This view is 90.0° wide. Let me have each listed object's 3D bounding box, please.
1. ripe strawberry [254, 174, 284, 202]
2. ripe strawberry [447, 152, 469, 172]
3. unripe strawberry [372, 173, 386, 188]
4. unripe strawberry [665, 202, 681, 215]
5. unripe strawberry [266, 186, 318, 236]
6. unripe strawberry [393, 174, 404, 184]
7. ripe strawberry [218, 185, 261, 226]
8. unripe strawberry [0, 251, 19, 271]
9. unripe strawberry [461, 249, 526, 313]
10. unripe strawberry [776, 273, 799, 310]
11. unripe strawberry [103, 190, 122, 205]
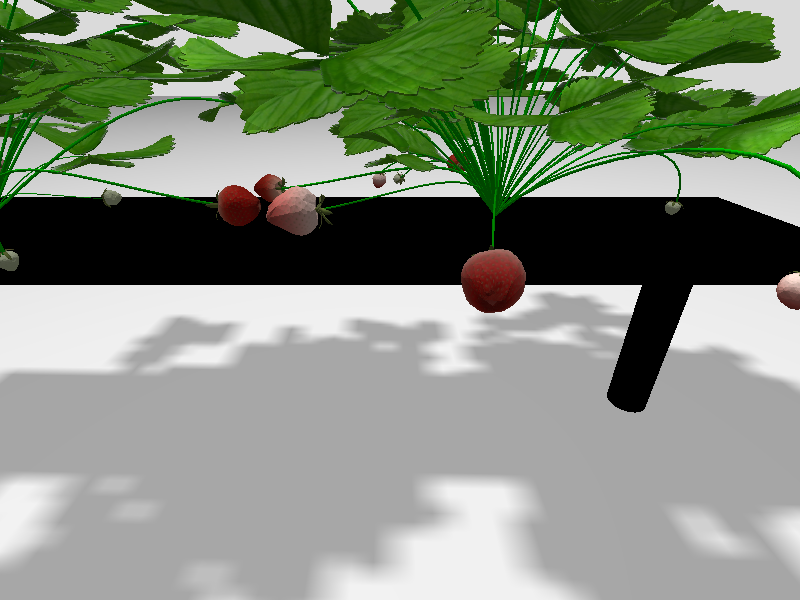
[{"bbox_3d":[-0.130,-0.110,0.395,0.028,0.027,0.026,6,29,12],"label":"ripe strawberry"},{"bbox_3d":[0.075,-0.178,0.518,0.029,0.025,0.029,-1,21,-3],"label":"ripe strawberry"},{"bbox_3d":[-0.024,-0.135,0.451,0.017,0.017,0.015,-25,55,-38],"label":"unripe strawberry"},{"bbox_3d":[0.237,-0.080,0.348,0.012,0.011,0.010,1,29,2],"label":"unripe strawberry"},{"bbox_3d":[-0.083,-0.068,0.307,0.039,0.038,0.036,-8,30,-14],"label":"unripe strawberry"},{"bbox_3d":[-0.002,-0.141,0.465,0.013,0.011,0.013,-18,23,-30],"label":"unripe strawberry"},{"bbox_3d":[-0.131,-0.078,0.331,0.033,0.033,0.031,3,29,5],"label":"ripe strawberry"},{"bbox_3d":[-0.224,-0.022,0.228,0.011,0.011,0.011,25,37,38],"label":"unripe strawberry"},{"bbox_3d":[0.046,-0.008,0.200,0.032,0.034,0.035,6,30,11],"label":"unripe strawberry"},{"bbox_3d":[0.210,-0.004,0.211,0.018,0.019,0.019,-20,35,-32],"label":"unripe strawberry"},{"bbox_3d":[-0.274,-0.098,0.382,0.014,0.015,0.013,-9,30,-18],"label":"unripe strawberry"}]
